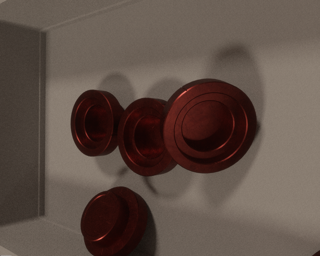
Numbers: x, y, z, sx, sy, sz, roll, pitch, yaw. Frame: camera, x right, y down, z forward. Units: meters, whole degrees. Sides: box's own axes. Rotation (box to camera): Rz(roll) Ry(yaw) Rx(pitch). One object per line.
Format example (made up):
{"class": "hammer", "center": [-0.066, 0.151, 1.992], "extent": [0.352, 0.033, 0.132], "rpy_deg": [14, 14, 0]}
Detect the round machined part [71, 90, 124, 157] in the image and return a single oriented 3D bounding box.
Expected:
{"class": "round machined part", "center": [-0.088, -0.007, 0.465], "extent": [0.098, 0.042, 0.097], "rpy_deg": [0, 90, 39]}

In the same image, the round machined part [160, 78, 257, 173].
{"class": "round machined part", "center": [0.048, -0.005, 0.331], "extent": [0.042, 0.099, 0.097], "rpy_deg": [-120, 46, -70]}

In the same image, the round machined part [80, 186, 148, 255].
{"class": "round machined part", "center": [-0.069, 0.125, 0.422], "extent": [0.098, 0.042, 0.098], "rpy_deg": [-22, 47, 26]}

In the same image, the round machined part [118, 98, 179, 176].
{"class": "round machined part", "center": [-0.006, 0.011, 0.399], "extent": [0.098, 0.042, 0.097], "rpy_deg": [0, 90, 39]}

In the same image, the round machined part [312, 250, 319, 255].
{"class": "round machined part", "center": [0.152, 0.143, 0.243], "extent": [0.042, 0.098, 0.098], "rpy_deg": [40, 119, -3]}
